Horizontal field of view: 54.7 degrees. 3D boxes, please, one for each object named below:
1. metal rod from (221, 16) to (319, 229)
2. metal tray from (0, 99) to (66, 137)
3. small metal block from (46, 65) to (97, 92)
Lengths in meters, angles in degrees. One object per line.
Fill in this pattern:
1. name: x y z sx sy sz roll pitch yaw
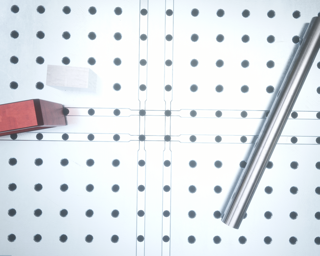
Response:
1. metal rod: 0.155 -0.007 0.415 0.025 0.025 0.299 24 90 -1
2. metal tray: -0.194 -0.007 0.378 0.131 0.090 0.030 -10 90 -1
3. small metal block: -0.112 -0.063 0.399 0.050 0.050 0.025 4 90 -1
